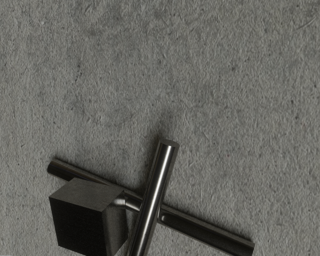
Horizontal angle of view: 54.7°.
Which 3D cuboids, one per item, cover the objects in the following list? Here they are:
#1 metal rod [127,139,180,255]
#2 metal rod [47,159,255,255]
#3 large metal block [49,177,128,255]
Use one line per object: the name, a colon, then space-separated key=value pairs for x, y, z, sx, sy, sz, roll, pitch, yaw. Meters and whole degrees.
metal rod: x=-0.027 y=0.157 z=0.397 sx=0.025 sy=0.025 sz=0.298 roll=20 pitch=105 yaw=19
metal rod: x=-0.025 y=0.104 z=0.417 sx=0.301 sy=0.025 sz=0.025 roll=19 pitch=96 yaw=18
large metal block: x=-0.093 y=0.120 z=0.412 sx=0.080 sy=0.050 sz=0.079 roll=8 pitch=114 yaw=23
